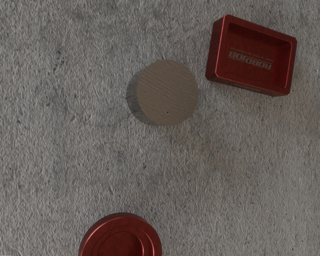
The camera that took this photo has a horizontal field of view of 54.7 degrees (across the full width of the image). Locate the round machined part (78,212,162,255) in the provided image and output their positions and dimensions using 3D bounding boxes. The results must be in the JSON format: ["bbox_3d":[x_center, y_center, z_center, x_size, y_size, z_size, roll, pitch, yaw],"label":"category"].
[{"bbox_3d":[-0.051,0.153,0.382,0.099,0.042,0.097,0,90,-21],"label":"round machined part"}]

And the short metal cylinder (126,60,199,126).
[{"bbox_3d":[0.002,-0.043,0.397,0.081,0.050,0.079,0,90,-21],"label":"short metal cylinder"}]

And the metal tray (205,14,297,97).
[{"bbox_3d":[0.137,-0.103,0.458,0.131,0.030,0.089,11,86,-20],"label":"metal tray"}]
